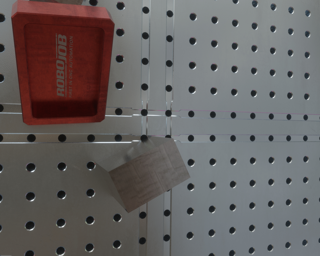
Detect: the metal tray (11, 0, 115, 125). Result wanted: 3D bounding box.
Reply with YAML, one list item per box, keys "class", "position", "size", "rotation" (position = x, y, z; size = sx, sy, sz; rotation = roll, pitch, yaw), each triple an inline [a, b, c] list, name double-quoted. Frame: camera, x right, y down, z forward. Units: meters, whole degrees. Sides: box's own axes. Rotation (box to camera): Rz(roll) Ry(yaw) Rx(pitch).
- class: "metal tray"
  position: [-0.102, -0.063, 0.330]
  size: [0.091, 0.030, 0.129]
  rotation: [-3, 132, -20]

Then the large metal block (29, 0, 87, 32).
- class: "large metal block"
  position: [-0.104, -0.162, 0.345]
  size: [0.050, 0.080, 0.080]
  rotation: [22, 83, -19]

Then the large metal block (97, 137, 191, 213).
- class: "large metal block"
  position: [-0.023, 0.051, 0.375]
  size: [0.081, 0.080, 0.050]
  rotation: [-26, 99, -18]
